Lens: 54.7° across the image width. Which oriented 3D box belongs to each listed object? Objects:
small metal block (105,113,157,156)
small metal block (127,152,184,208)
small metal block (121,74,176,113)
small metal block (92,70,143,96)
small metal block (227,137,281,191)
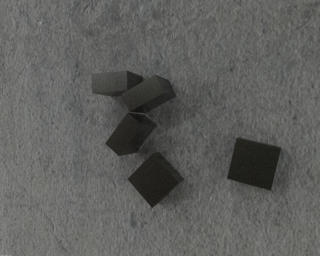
[{"bbox_3d":[-0.037,0.008,0.408,0.025,0.050,0.050,41,103,15],"label":"small metal block"},{"bbox_3d":[-0.006,0.068,0.410,0.050,0.025,0.050,-46,76,14],"label":"small metal block"},{"bbox_3d":[-0.013,-0.042,0.399,0.050,0.050,0.025,-27,81,17],"label":"small metal block"},{"bbox_3d":[-0.056,-0.058,0.414,0.050,0.050,0.025,-2,90,19],"label":"small metal block"},{"bbox_3d":[0.112,0.041,0.369,0.050,0.025,0.050,14,94,19],"label":"small metal block"}]
